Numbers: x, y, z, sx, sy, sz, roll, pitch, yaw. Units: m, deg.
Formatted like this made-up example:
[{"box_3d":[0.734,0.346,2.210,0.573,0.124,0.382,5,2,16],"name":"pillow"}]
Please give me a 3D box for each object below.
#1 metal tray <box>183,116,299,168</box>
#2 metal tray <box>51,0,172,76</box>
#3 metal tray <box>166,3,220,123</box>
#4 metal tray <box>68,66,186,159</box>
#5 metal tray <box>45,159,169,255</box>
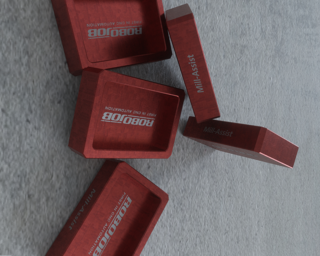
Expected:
[{"box_3d":[0.107,0.018,0.427,0.090,0.130,0.030,22,84,-38],"name":"metal tray"},{"box_3d":[-0.049,-0.116,0.361,0.131,0.030,0.089,-20,103,-39],"name":"metal tray"},{"box_3d":[0.041,-0.083,0.392,0.090,0.030,0.129,-89,160,-61],"name":"metal tray"},{"box_3d":[-0.032,-0.012,0.355,0.131,0.030,0.089,6,99,-46],"name":"metal tray"},{"box_3d":[-0.054,0.112,0.353,0.090,0.030,0.130,43,66,-32],"name":"metal tray"}]
